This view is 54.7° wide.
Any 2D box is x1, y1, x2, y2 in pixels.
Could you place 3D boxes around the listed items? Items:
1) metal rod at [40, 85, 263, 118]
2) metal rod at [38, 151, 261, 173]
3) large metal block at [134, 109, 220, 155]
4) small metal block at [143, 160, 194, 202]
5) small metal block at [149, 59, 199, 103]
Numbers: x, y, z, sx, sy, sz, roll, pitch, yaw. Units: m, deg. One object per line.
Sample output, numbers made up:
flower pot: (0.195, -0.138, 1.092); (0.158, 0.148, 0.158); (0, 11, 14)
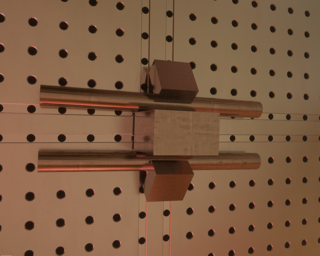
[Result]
metal rod: (0.004, -0.032, 0.409); (0.302, 0.025, 0.025); (2, 90, -20)
metal rod: (0.001, 0.044, 0.410); (0.302, 0.025, 0.025); (2, 90, -20)
large metal block: (0.018, 0.006, 0.385); (0.081, 0.080, 0.050); (2, 90, -20)
small metal block: (0.010, 0.068, 0.400); (0.050, 0.025, 0.050); (3, 127, -21)
small metal block: (0.017, -0.060, 0.403); (0.050, 0.025, 0.050); (1, 55, -20)
